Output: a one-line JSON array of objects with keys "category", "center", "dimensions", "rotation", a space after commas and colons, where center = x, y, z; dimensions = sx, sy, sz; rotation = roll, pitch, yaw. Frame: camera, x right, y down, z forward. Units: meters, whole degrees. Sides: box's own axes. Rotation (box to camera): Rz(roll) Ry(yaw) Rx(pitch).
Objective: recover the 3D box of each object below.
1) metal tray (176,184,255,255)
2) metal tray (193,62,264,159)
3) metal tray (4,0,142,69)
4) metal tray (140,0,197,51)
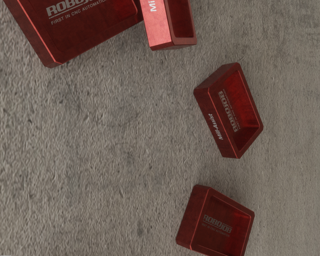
[{"category": "metal tray", "center": [0.090, 0.152, 0.476], "dimensions": [0.130, 0.030, 0.090], "rotation": [33, 69, -35]}, {"category": "metal tray", "center": [0.114, -0.027, 0.495], "dimensions": [0.090, 0.030, 0.130], "rotation": [-42, 116, -32]}, {"category": "metal tray", "center": [-0.085, -0.132, 0.329], "dimensions": [0.131, 0.030, 0.090], "rotation": [-41, 115, -32]}, {"category": "metal tray", "center": [0.007, -0.165, 0.384], "dimensions": [0.090, 0.030, 0.129], "rotation": [-31, 111, -61]}]
